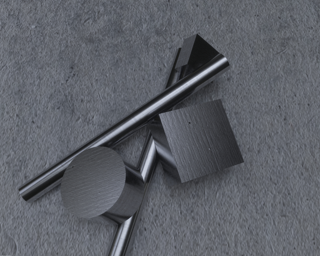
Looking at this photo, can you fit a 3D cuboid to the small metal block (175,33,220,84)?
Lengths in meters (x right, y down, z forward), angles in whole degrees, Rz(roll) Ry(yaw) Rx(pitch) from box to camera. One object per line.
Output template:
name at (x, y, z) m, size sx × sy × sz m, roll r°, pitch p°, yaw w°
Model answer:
small metal block at (0.053, -0.093, 0.430) m, size 0.050 × 0.025 × 0.050 m, roll 30°, pitch 67°, yaw -32°

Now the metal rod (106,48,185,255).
metal rod at (-0.009, 0.026, 0.399) m, size 0.025 × 0.025 × 0.299 m, roll 16°, pitch 71°, yaw 6°

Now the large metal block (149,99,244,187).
large metal block at (0.042, 0.018, 0.374) m, size 0.081 × 0.050 × 0.080 m, roll -15°, pitch 80°, yaw -19°

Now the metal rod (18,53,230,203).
metal rod at (-0.040, -0.003, 0.391) m, size 0.301 × 0.025 × 0.025 m, roll -34°, pitch 74°, yaw -5°

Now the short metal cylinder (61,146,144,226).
short metal cylinder at (-0.065, 0.068, 0.357) m, size 0.080 × 0.050 × 0.080 m, roll -9°, pitch 62°, yaw 18°
